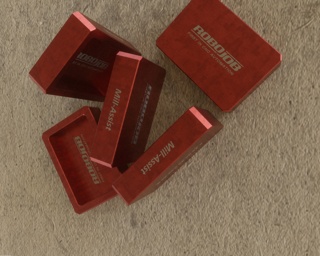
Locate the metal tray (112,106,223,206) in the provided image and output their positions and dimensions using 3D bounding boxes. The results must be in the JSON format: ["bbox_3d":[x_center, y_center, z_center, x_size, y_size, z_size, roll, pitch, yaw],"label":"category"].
[{"bbox_3d":[0.013,0.032,0.370,0.130,0.090,0.030,-45,76,14],"label":"metal tray"}]

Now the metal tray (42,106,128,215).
[{"bbox_3d":[-0.103,0.045,0.442,0.090,0.030,0.130,-30,81,17],"label":"metal tray"}]

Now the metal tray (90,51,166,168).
[{"bbox_3d":[-0.036,-0.021,0.387,0.030,0.090,0.129,17,96,19],"label":"metal tray"}]

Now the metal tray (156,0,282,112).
[{"bbox_3d":[0.070,-0.094,0.382,0.090,0.030,0.130,-46,76,14],"label":"metal tray"}]

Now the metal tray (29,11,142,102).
[{"bbox_3d":[-0.084,-0.079,0.383,0.030,0.130,0.090,45,104,14],"label":"metal tray"}]
